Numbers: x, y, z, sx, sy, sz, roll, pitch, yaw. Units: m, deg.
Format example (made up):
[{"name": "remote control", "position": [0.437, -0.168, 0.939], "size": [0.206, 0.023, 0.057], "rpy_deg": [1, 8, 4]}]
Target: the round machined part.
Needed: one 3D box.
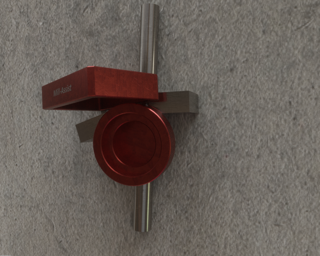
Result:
[{"name": "round machined part", "position": [-0.028, 0.018, 0.381], "size": [0.098, 0.042, 0.097], "rpy_deg": [1, 94, 17]}]

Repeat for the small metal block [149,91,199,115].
[{"name": "small metal block", "position": [0.019, -0.030, 0.390], "size": [0.050, 0.050, 0.025], "rpy_deg": [-2, 90, 19]}]

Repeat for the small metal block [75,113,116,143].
[{"name": "small metal block", "position": [-0.077, -0.001, 0.423], "size": [0.050, 0.050, 0.025], "rpy_deg": [-20, 84, 18]}]

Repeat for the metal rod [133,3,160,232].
[{"name": "metal rod", "position": [-0.018, -0.013, 0.416], "size": [0.025, 0.025, 0.298], "rpy_deg": [2, 91, 19]}]

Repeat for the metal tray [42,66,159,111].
[{"name": "metal tray", "position": [-0.076, -0.043, 0.377], "size": [0.130, 0.091, 0.030], "rpy_deg": [-5, 87, 49]}]
